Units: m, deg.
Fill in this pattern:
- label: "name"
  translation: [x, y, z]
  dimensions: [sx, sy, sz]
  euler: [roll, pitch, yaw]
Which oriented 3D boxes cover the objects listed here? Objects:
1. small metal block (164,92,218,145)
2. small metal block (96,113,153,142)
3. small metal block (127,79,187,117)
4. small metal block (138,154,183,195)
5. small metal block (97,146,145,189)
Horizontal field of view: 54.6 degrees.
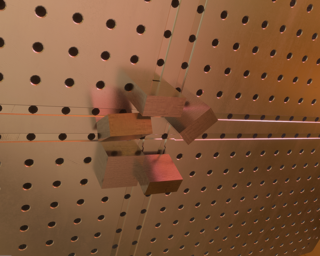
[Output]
- label: "small metal block"
  translation: [0.039, -0.013, 0.407]
  dimensions: [0.050, 0.050, 0.025]
  euler: [-39, 129, -2]
- label: "small metal block"
  translation: [-0.043, 0.000, 0.368]
  dimensions: [0.050, 0.050, 0.025]
  euler: [-4, 82, -27]
- label: "small metal block"
  translation: [-0.005, -0.036, 0.370]
  dimensions: [0.050, 0.050, 0.025]
  euler: [1, 118, -29]
- label: "small metal block"
  translation: [-0.004, 0.063, 0.429]
  dimensions: [0.050, 0.050, 0.025]
  euler: [1, 128, -29]
- label: "small metal block"
  translation: [-0.053, 0.052, 0.414]
  dimensions: [0.050, 0.025, 0.050]
  euler: [1, 118, -29]
